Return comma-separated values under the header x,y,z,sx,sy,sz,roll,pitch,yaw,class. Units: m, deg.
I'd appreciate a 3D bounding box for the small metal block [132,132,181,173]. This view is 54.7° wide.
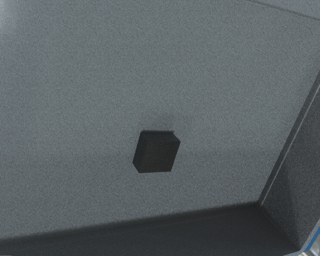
x,y,z,sx,sy,sz,roll,pitch,yaw,class
-0.005,0.034,0.428,0.050,0.025,0.050,2,118,-30,small metal block
